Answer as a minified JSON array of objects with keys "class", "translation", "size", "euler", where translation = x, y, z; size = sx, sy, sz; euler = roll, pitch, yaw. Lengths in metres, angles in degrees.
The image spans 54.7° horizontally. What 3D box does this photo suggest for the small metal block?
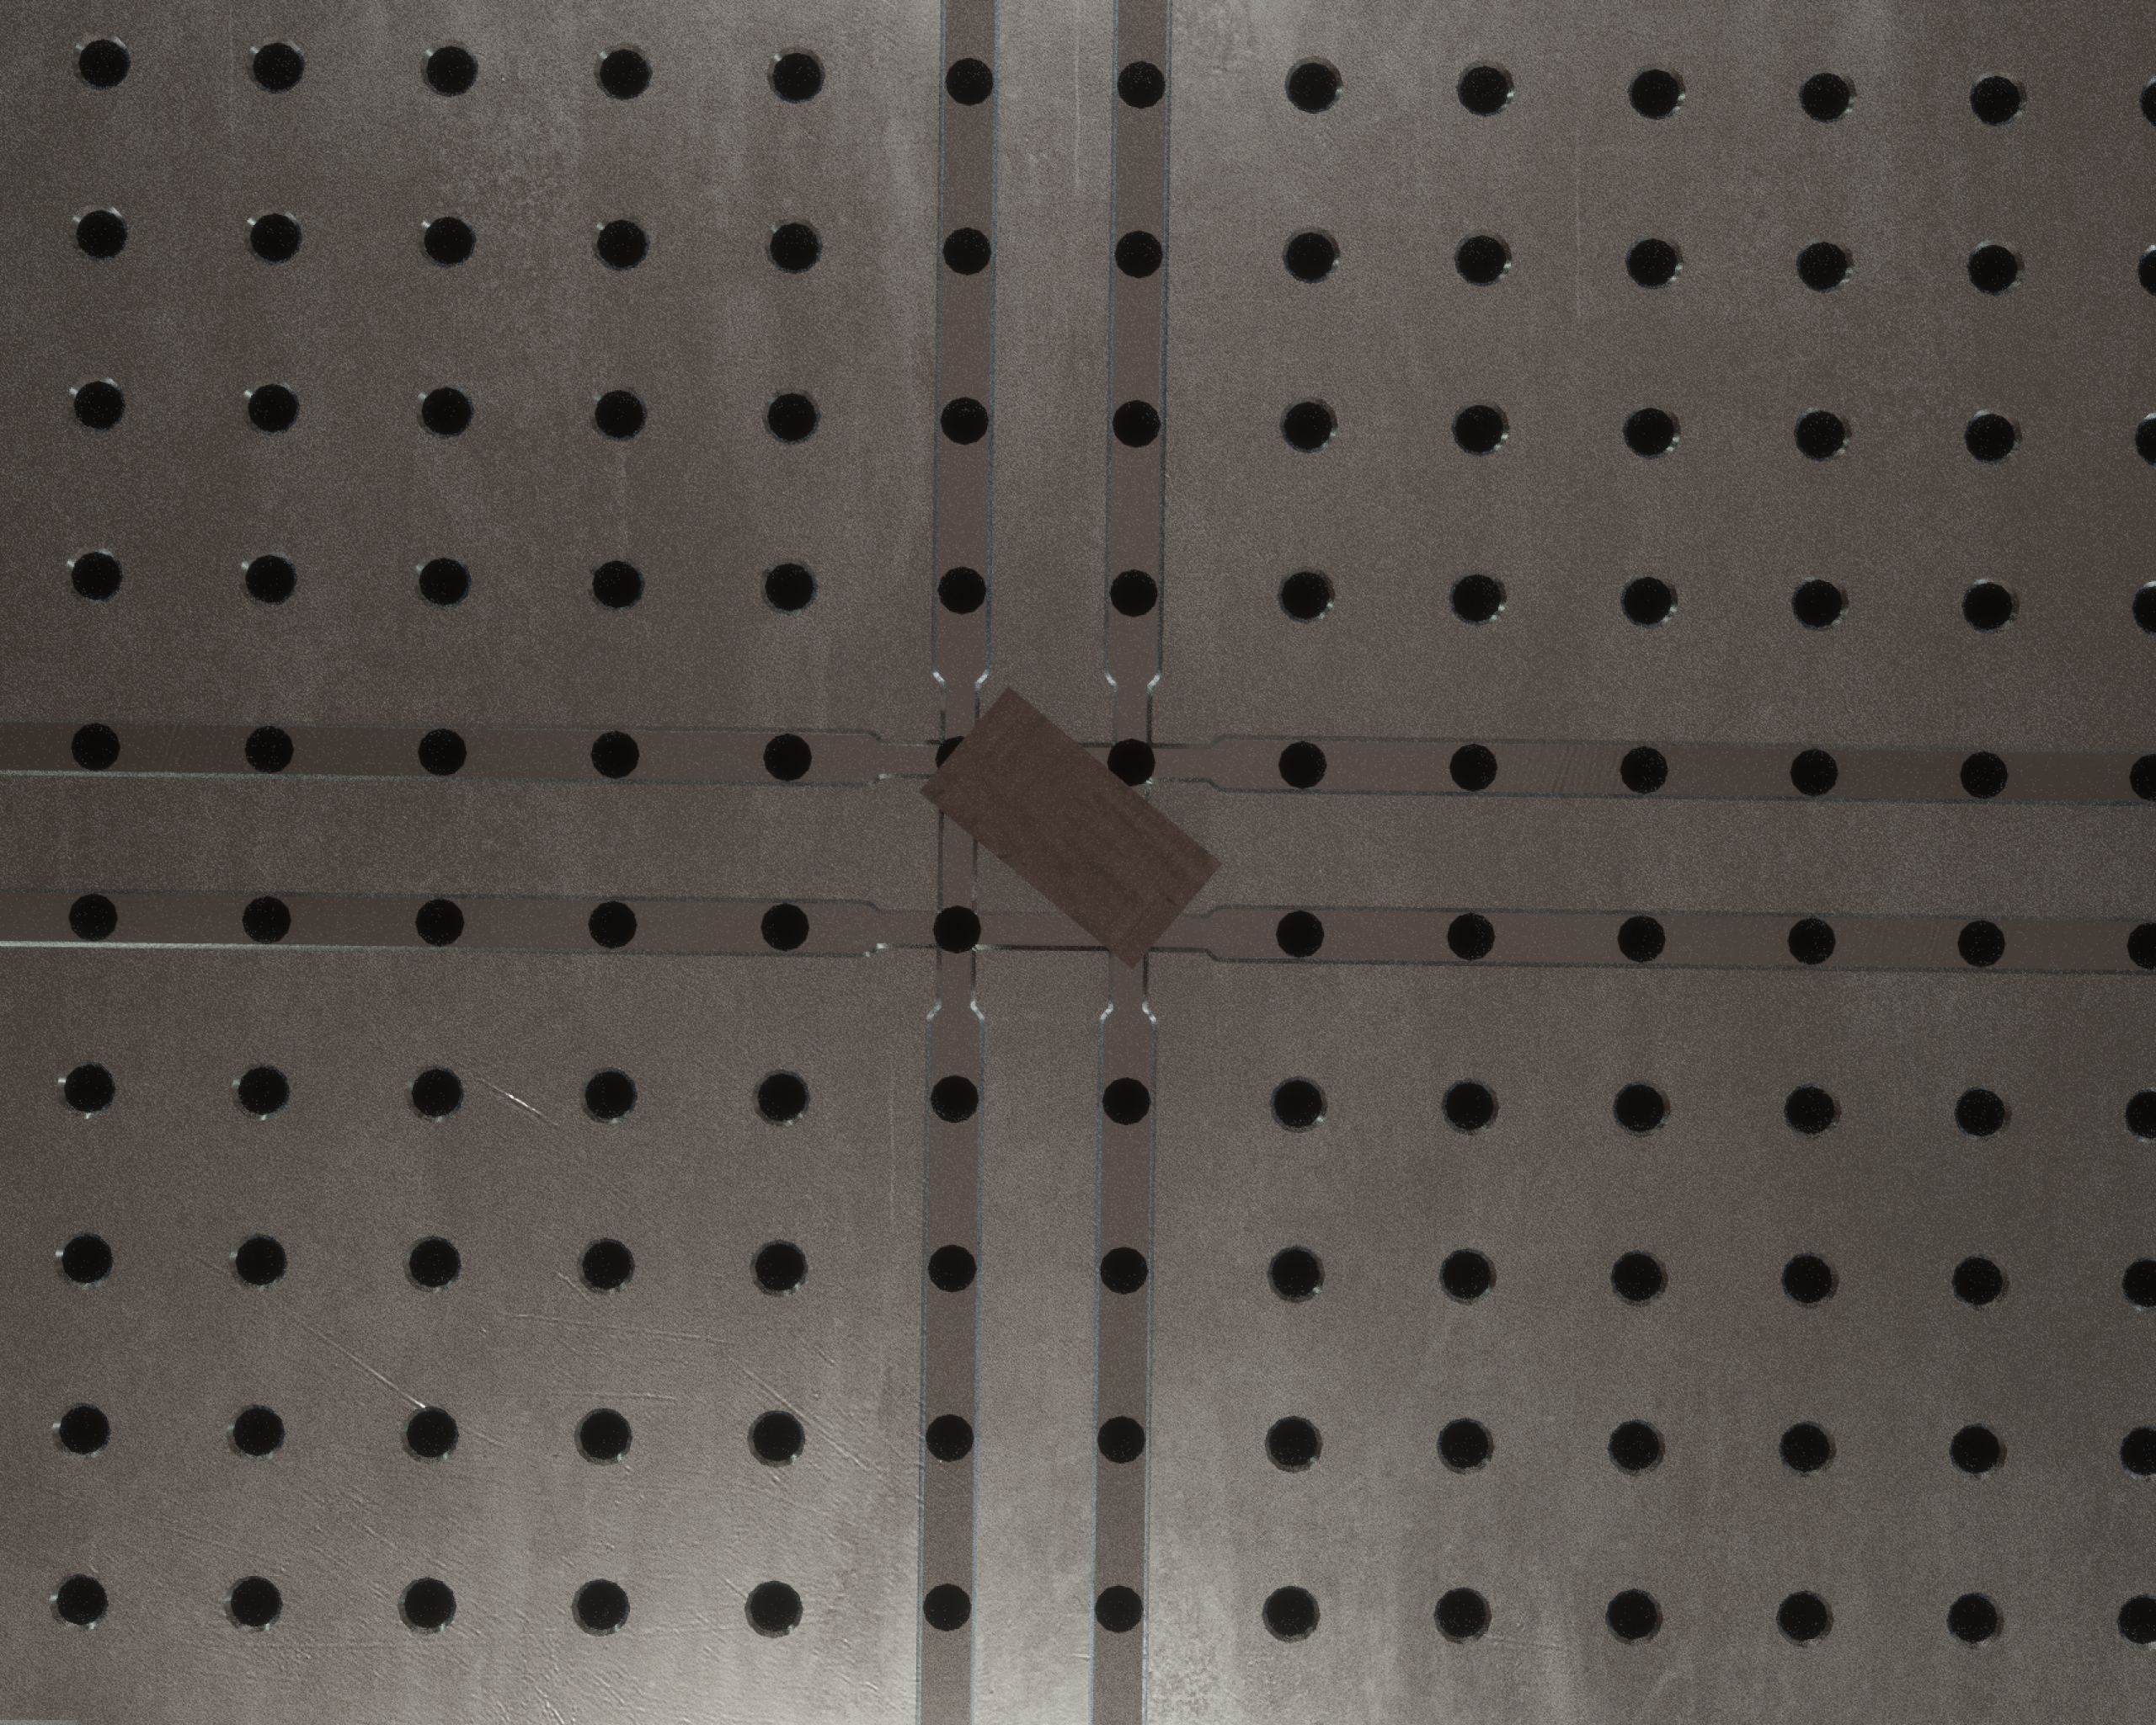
[{"class":"small metal block","translation":[-0.001,-0.006,0.401],"size":[0.050,0.050,0.025],"euler":[40,90,-1]}]
